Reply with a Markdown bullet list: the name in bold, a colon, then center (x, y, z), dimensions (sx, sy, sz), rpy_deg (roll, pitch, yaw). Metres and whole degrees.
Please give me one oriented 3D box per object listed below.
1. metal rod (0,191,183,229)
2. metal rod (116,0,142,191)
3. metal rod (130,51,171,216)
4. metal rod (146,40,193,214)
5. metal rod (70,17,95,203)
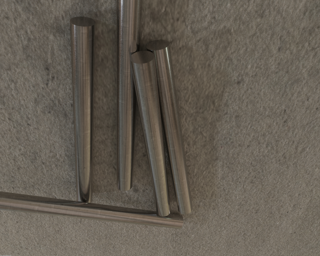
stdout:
- **metal rod**: center (-0.099, 0.133, 0.489), dimensions (0.302, 0.025, 0.025), rpy_deg (14, 129, -24)
- **metal rod**: center (-0.041, -0.025, 0.385), dimensions (0.025, 0.025, 0.298), rpy_deg (4, 130, -4)
- **metal rod**: center (-0.006, 0.033, 0.422), dimensions (0.025, 0.025, 0.298), rpy_deg (-4, 134, 3)
- **metal rod**: center (0.020, 0.023, 0.427), dimensions (0.025, 0.025, 0.298), rpy_deg (-7, 130, 5)
- **metal rod**: center (-0.101, 0.004, 0.409), dimensions (0.025, 0.025, 0.298), rpy_deg (6, 130, -6)
